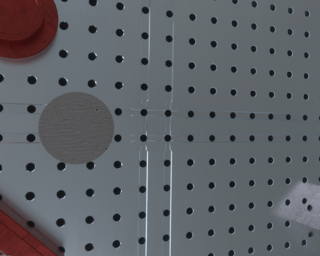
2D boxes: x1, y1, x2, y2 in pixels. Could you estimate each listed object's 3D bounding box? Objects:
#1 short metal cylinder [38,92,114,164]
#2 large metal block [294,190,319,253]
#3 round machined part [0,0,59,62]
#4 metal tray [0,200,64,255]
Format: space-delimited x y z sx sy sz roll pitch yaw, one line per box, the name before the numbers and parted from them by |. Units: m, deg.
short metal cylinder | -0.099 0.000 0.363 0.081 0.050 0.079 0 90 -20
large metal block | 0.282 0.156 0.504 0.080 0.050 0.080 -42 104 -15
round machined part | -0.164 -0.126 0.343 0.099 0.042 0.097 0 90 -20
metal tray | -0.184 0.142 0.342 0.090 0.030 0.130 -47 105 -14
